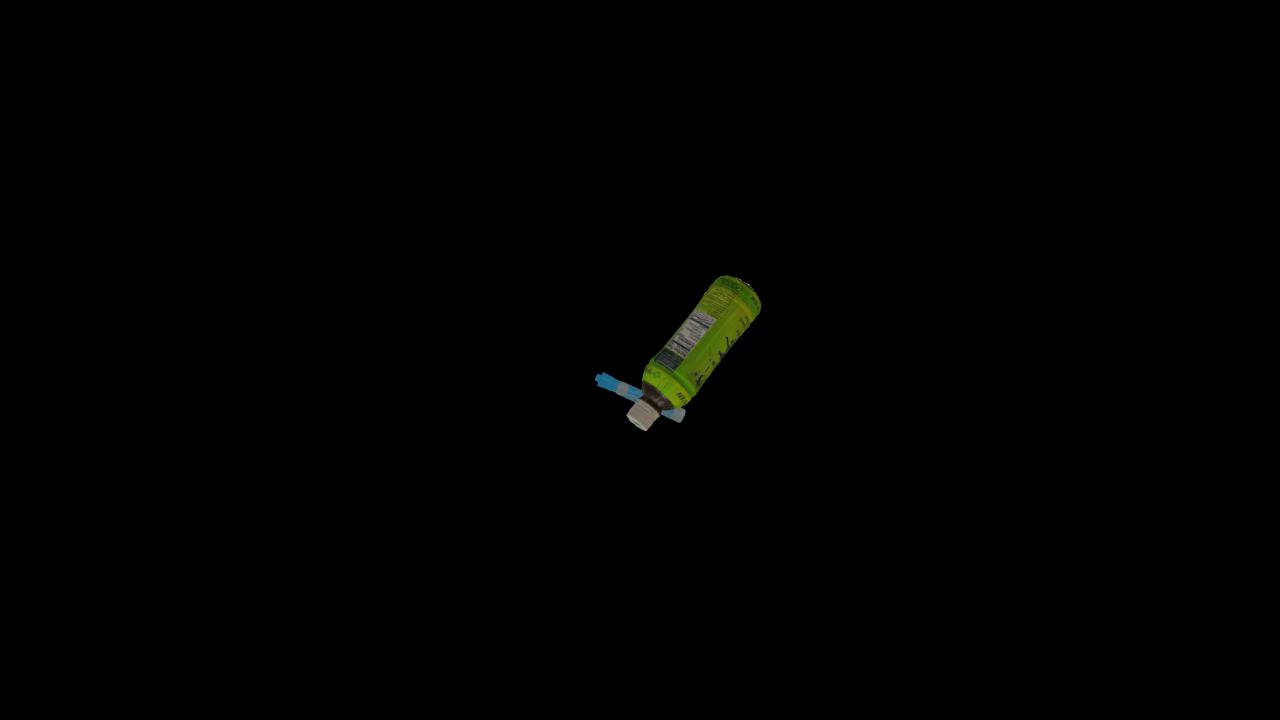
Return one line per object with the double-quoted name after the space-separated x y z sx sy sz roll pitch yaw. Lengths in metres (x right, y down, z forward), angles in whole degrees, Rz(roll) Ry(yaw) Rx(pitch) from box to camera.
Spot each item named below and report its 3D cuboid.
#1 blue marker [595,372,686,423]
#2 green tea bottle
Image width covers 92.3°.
0.000 0.046 0.768 0.121 0.020 0.020 25 -4 -10 "blue marker"
0.059 -0.006 0.735 0.073 0.212 0.073 38 -15 12 "green tea bottle"
